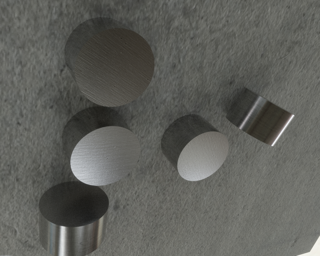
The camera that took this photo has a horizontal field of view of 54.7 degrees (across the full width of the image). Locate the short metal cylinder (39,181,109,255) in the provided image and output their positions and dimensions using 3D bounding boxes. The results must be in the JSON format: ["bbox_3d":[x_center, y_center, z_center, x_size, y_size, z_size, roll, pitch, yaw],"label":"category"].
[{"bbox_3d":[-0.106,0.111,0.383,0.081,0.080,0.050,-4,120,-27],"label":"short metal cylinder"}]

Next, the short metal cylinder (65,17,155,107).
[{"bbox_3d":[-0.053,-0.069,0.320,0.081,0.050,0.079,-14,125,-21],"label":"short metal cylinder"}]

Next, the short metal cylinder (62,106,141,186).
[{"bbox_3d":[-0.070,0.021,0.367,0.081,0.050,0.079,-14,125,-21],"label":"short metal cylinder"}]

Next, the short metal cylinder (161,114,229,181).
[{"bbox_3d":[0.048,0.027,0.436,0.081,0.050,0.079,-14,125,-21],"label":"short metal cylinder"}]

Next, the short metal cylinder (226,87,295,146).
[{"bbox_3d":[0.142,-0.017,0.440,0.081,0.080,0.050,18,109,-36],"label":"short metal cylinder"}]
